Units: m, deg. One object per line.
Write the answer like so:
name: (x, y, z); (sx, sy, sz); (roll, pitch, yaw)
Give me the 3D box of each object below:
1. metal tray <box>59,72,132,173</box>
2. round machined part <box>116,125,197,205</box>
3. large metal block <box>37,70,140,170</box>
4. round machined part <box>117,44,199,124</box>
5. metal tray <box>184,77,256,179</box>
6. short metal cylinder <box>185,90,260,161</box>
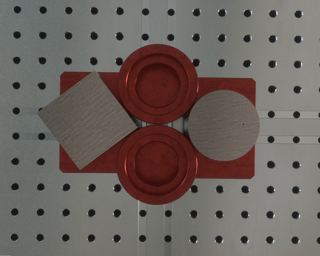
metal tray: (-0.083, -0.007, 0.410); (0.091, 0.030, 0.129); (1, 90, -2)
round machined part: (-0.004, 0.045, 0.396); (0.099, 0.042, 0.097); (0, 90, 0)
large metal block: (-0.081, -0.009, 0.370); (0.080, 0.050, 0.080); (-37, 90, 0)
round machined part: (-0.002, -0.054, 0.396); (0.099, 0.042, 0.097); (0, 90, 0)
metal tray: (0.077, 0.000, 0.409); (0.091, 0.030, 0.129); (1, 90, 0)
short metal cylinder: (0.071, -0.003, 0.370); (0.081, 0.050, 0.079); (0, 90, 0)
